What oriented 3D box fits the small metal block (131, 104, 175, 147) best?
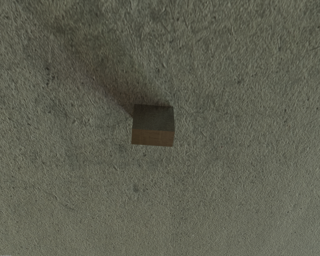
[{"bbox_3d":[-0.009,-0.004,0.388,0.050,0.050,0.025,4,130,-4],"label":"small metal block"}]
